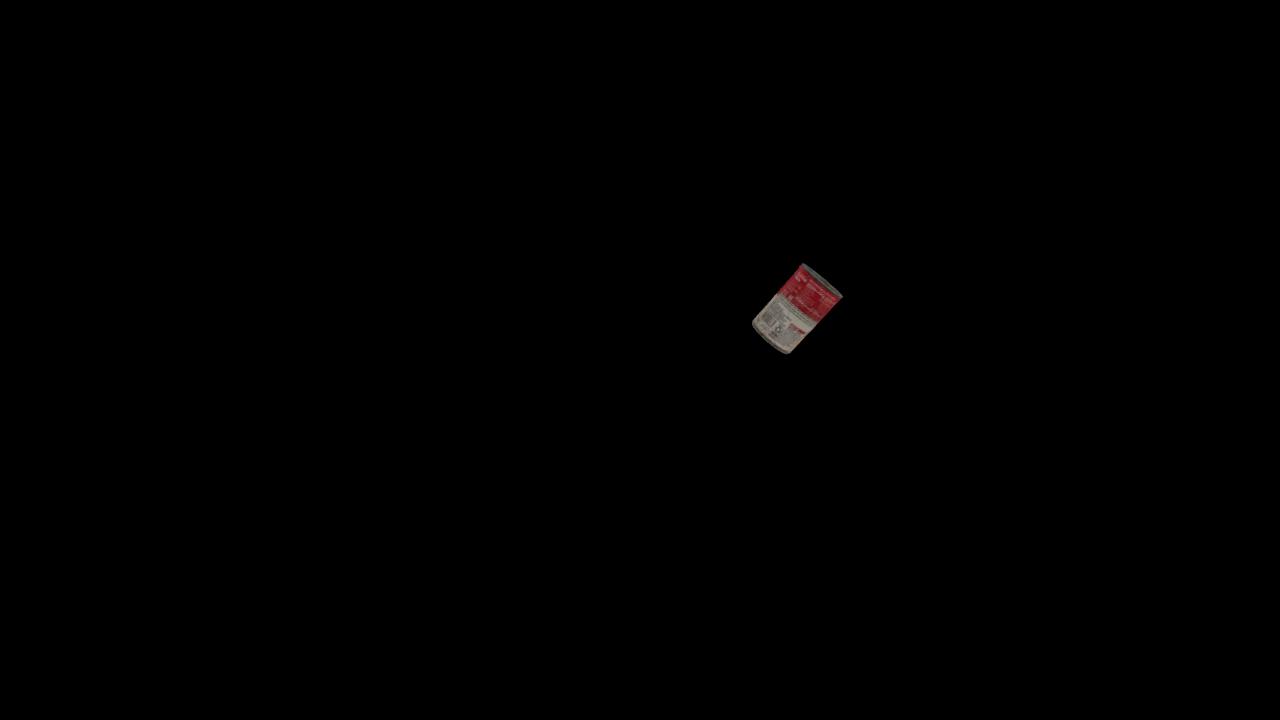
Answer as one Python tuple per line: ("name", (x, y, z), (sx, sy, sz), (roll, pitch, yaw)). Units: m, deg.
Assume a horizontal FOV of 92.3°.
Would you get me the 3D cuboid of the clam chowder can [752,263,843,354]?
("clam chowder can", (0.204, -0.066, 0.802), (0.068, 0.102, 0.068), (34, 20, -15))
